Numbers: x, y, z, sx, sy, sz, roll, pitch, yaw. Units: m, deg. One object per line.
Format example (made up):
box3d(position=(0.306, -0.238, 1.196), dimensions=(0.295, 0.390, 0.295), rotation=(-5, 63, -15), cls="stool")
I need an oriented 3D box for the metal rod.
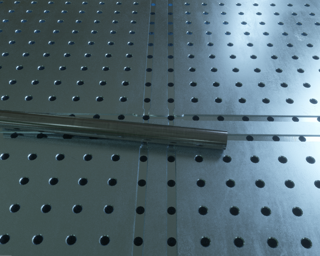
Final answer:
box3d(position=(-0.066, 0.002, 0.406), dimensions=(0.301, 0.025, 0.025), rotation=(5, 50, 4), cls="metal rod")
